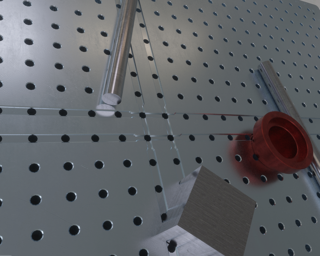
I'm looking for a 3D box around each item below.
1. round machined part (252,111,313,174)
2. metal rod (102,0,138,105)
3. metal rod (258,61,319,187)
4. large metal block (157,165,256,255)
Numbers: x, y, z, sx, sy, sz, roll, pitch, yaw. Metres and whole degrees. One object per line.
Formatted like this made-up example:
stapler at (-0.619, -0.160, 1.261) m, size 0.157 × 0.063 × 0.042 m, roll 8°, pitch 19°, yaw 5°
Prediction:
round machined part at (0.184, 0.026, 0.481) m, size 0.099 × 0.042 × 0.098 m, roll 14°, pitch 56°, yaw -21°
metal rod at (-0.053, -0.162, 0.478) m, size 0.025 × 0.025 × 0.300 m, roll 17°, pitch 55°, yaw -19°
metal rod at (0.243, 0.011, 0.532) m, size 0.025 × 0.025 × 0.299 m, roll -6°, pitch 65°, yaw -31°
large metal block at (0.056, 0.104, 0.359) m, size 0.080 × 0.050 × 0.080 m, roll 34°, pitch 51°, yaw -6°
